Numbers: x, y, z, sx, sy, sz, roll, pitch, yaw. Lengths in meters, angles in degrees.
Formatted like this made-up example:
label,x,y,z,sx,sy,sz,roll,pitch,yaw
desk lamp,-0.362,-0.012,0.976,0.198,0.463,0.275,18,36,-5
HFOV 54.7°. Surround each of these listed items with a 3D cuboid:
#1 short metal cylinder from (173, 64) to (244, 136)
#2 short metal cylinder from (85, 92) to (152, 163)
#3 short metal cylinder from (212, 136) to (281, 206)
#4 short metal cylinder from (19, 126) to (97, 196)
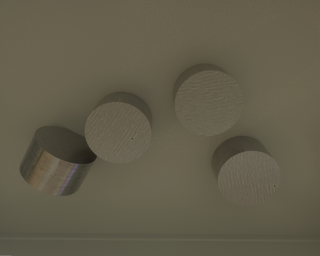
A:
label,x,y,z,sx,sy,sz,roll,pitch,yaw
short metal cylinder,0.057,-0.036,0.385,0.081,0.050,0.079,0,110,0
short metal cylinder,-0.050,-0.002,0.397,0.081,0.050,0.079,0,110,0
short metal cylinder,0.114,0.057,0.420,0.081,0.050,0.079,0,110,0
short metal cylinder,-0.129,0.040,0.396,0.080,0.080,0.050,28,108,-10
